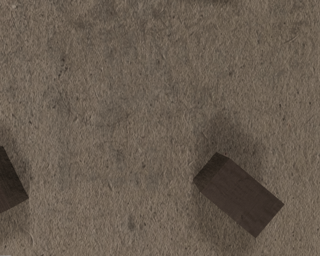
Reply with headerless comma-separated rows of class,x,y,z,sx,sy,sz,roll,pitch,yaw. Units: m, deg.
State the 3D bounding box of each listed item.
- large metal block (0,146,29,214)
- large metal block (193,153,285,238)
large metal block,-0.232,0.077,0.395,0.080,0.050,0.080,-26,90,-1
large metal block,0.092,0.078,0.384,0.080,0.080,0.050,40,90,-1
